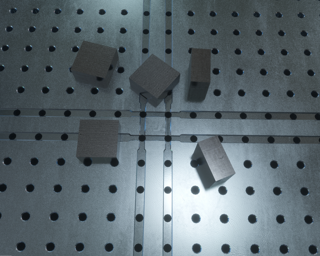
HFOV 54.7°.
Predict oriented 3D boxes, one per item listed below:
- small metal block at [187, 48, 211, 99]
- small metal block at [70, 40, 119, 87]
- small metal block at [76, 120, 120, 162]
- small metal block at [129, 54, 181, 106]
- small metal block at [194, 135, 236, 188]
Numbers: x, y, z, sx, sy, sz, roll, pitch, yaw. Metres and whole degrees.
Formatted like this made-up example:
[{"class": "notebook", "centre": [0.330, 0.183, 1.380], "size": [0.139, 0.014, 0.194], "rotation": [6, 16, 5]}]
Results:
[{"class": "small metal block", "centre": [0.053, -0.074, 0.426], "size": [0.025, 0.050, 0.050], "rotation": [4, 70, 1]}, {"class": "small metal block", "centre": [-0.092, -0.092, 0.444], "size": [0.050, 0.025, 0.050], "rotation": [15, 71, 5]}, {"class": "small metal block", "centre": [-0.079, 0.017, 0.405], "size": [0.050, 0.025, 0.050], "rotation": [1, 70, 0]}, {"class": "small metal block", "centre": [-0.007, -0.068, 0.437], "size": [0.050, 0.025, 0.050], "rotation": [38, 74, 12]}, {"class": "small metal block", "centre": [0.066, 0.043, 0.384], "size": [0.025, 0.050, 0.050], "rotation": [-20, 72, -7]}]
